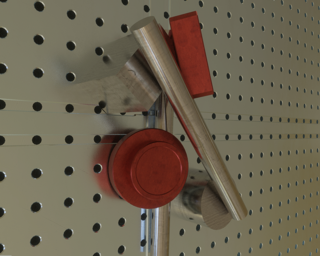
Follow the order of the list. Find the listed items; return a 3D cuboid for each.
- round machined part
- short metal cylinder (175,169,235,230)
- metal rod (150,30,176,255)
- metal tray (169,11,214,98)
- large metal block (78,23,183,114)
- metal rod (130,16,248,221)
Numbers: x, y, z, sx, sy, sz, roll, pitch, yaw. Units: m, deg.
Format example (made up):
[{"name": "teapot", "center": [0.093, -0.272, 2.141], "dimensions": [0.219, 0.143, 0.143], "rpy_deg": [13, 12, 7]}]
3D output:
[{"name": "round machined part", "center": [-0.009, 0.049, 0.372], "dimensions": [0.099, 0.042, 0.097], "rpy_deg": [0, 90, -23]}, {"name": "short metal cylinder", "center": [0.069, 0.102, 0.454], "dimensions": [0.081, 0.050, 0.079], "rpy_deg": [0, 90, -40]}, {"name": "metal rod", "center": [0.004, 0.020, 0.415], "dimensions": [0.025, 0.025, 0.298], "rpy_deg": [3, 88, -40]}, {"name": "metal tray", "center": [0.041, -0.090, 0.391], "dimensions": [0.130, 0.030, 0.089], "rpy_deg": [-63, 140, -75]}, {"name": "large metal block", "center": [-0.032, -0.064, 0.349], "dimensions": [0.050, 0.080, 0.080], "rpy_deg": [49, 61, -29]}, {"name": "metal rod", "center": [0.048, 0.014, 0.360], "dimensions": [0.025, 0.025, 0.299], "rpy_deg": [-51, 128, -28]}]
